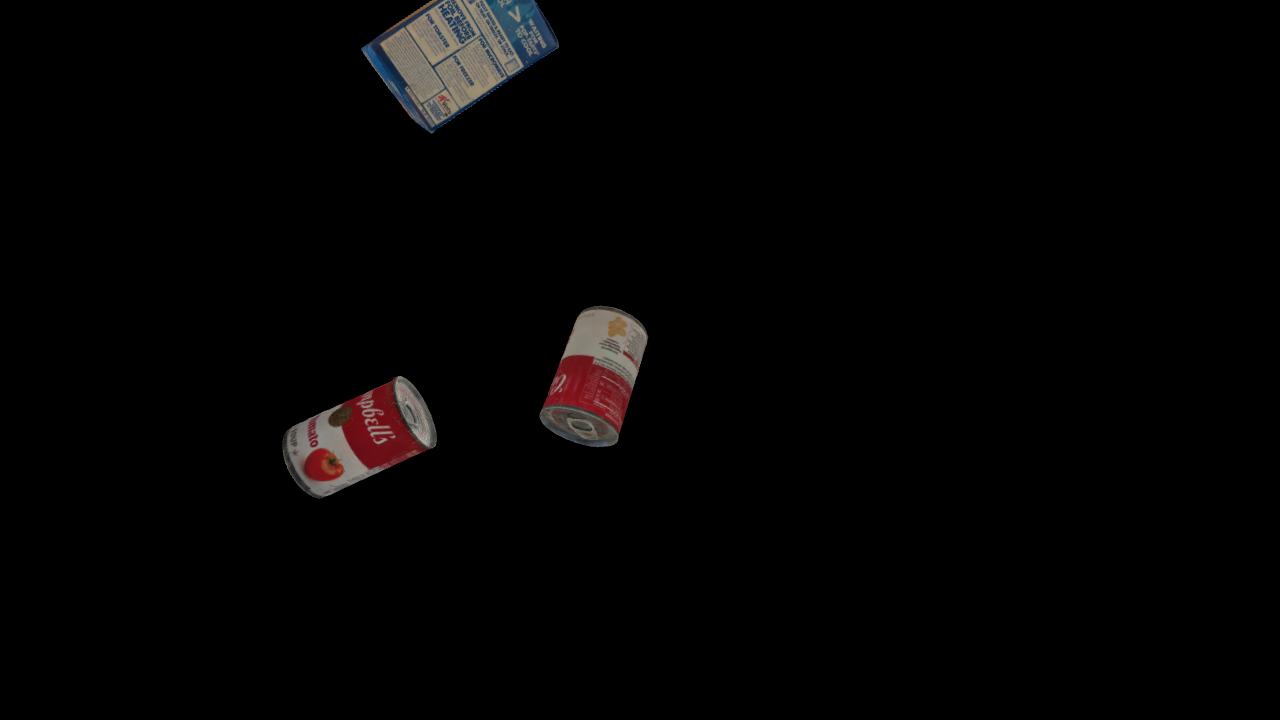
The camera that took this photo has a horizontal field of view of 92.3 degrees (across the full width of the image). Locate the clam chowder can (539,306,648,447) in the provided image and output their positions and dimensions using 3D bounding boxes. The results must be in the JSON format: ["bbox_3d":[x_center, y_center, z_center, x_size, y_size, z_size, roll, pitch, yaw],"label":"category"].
[{"bbox_3d":[-0.037,0.013,0.523,0.068,0.102,0.068,13,-29,8],"label":"clam chowder can"}]

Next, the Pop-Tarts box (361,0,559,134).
[{"bbox_3d":[-0.176,-0.295,0.582,0.141,0.083,0.167,-38,35,-6],"label":"Pop-Tarts box"}]

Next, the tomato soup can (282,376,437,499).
[{"bbox_3d":[-0.234,0.065,0.518,0.101,0.068,0.068,-25,1,-2],"label":"tomato soup can"}]
